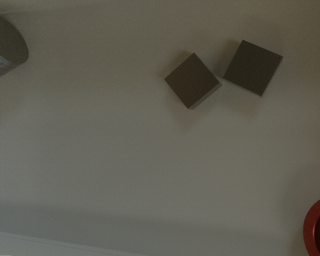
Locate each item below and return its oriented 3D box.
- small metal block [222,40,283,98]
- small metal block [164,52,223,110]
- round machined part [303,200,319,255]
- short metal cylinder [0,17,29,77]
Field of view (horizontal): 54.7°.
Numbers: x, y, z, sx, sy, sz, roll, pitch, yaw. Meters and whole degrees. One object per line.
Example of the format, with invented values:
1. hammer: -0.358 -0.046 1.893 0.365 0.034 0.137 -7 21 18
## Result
1. small metal block: 0.111 -0.070 0.371 0.050 0.025 0.050 29 99 17
2. small metal block: 0.043 -0.058 0.395 0.050 0.025 0.050 -40 78 15
3. round machined part: 0.205 0.113 0.317 0.098 0.042 0.097 -2 87 45
4. short metal cylinder: -0.249 -0.122 0.467 0.050 0.080 0.080 -24 82 18
